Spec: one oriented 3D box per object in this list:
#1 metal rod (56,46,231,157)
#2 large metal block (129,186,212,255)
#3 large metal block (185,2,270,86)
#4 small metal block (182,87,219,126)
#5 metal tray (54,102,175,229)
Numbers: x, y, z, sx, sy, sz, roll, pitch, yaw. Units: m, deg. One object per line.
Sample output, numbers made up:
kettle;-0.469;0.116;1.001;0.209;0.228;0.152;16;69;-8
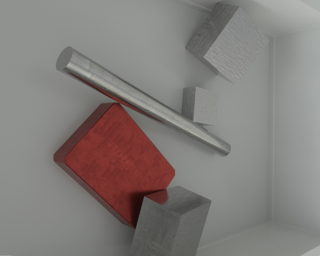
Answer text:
metal rod;0.007;-0.015;0.389;0.301;0.025;0.025;27;73;-45
large metal block;0.014;0.123;0.378;0.080;0.050;0.079;1;106;-58
large metal block;0.099;-0.122;0.455;0.080;0.050;0.080;30;100;-37
small metal block;0.059;-0.031;0.459;0.050;0.025;0.050;8;85;-40
metal tray;-0.047;0.045;0.366;0.130;0.030;0.090;52;59;-28
